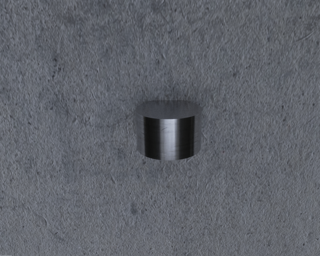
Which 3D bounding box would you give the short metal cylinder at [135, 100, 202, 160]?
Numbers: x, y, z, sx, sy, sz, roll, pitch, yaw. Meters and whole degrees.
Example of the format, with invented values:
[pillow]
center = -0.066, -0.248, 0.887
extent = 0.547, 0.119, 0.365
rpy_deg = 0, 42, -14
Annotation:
[short metal cylinder]
center = 0.011, 0.000, 0.382
extent = 0.081, 0.080, 0.050
rpy_deg = -1, 110, 0
